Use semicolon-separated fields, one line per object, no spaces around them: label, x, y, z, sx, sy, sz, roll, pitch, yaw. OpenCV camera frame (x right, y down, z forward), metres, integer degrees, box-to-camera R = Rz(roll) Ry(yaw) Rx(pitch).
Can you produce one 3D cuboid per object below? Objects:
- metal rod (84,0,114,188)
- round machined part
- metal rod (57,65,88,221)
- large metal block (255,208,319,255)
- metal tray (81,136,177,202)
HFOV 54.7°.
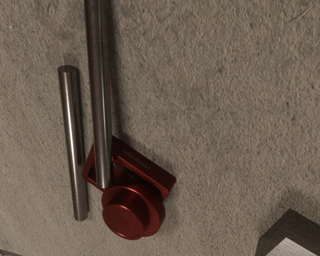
metal rod;-0.075;-0.056;0.387;0.025;0.025;0.298;12;116;21
round machined part;-0.045;0.125;0.456;0.098;0.042;0.097;13;124;20
metal rod;-0.138;0.043;0.503;0.025;0.025;0.298;17;125;18
large metal block;0.179;0.164;0.397;0.080;0.050;0.079;30;128;8
metal tray;-0.051;0.076;0.475;0.130;0.030;0.089;33;129;5
